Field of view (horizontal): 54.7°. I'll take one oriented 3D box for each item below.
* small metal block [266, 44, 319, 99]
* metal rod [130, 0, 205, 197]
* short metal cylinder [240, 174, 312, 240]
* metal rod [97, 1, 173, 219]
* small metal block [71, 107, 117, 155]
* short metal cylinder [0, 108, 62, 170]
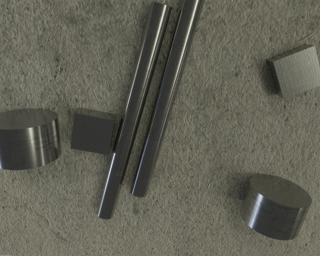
[{"bbox_3d":[0.168,-0.070,0.385,0.050,0.025,0.050,-21,109,7],"label":"small metal block"},{"bbox_3d":[0.008,-0.043,0.393,0.025,0.025,0.298,14,109,-5],"label":"metal rod"},{"bbox_3d":[0.155,0.105,0.420,0.081,0.080,0.050,10,110,-4],"label":"short metal cylinder"},{"bbox_3d":[-0.039,-0.008,0.406,0.025,0.025,0.298,15,109,-6],"label":"metal rod"},{"bbox_3d":[-0.088,0.004,0.410,0.050,0.025,0.050,10,110,-4],"label":"small metal block"},{"bbox_3d":[-0.166,0.011,0.383,0.081,0.080,0.050,1,110,-1],"label":"short metal cylinder"}]
